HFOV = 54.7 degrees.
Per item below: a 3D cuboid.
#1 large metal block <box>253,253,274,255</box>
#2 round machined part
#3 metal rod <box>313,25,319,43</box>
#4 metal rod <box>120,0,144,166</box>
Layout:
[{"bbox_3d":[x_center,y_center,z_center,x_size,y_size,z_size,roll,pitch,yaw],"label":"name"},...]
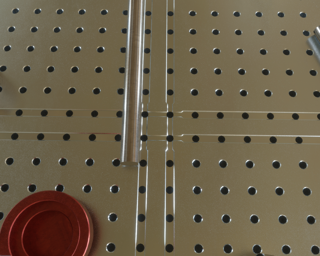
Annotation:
[{"bbox_3d":[0.095,0.189,0.330,0.080,0.050,0.080,-18,71,-7],"label":"large metal block"},{"bbox_3d":[-0.126,0.124,0.356,0.099,0.042,0.098,0,70,0],"label":"round machined part"},{"bbox_3d":[0.291,-0.018,0.419,0.025,0.025,0.299,-17,71,-6],"label":"metal rod"},{"bbox_3d":[-0.038,-0.095,0.445,0.025,0.025,0.299,0,70,0],"label":"metal rod"}]
